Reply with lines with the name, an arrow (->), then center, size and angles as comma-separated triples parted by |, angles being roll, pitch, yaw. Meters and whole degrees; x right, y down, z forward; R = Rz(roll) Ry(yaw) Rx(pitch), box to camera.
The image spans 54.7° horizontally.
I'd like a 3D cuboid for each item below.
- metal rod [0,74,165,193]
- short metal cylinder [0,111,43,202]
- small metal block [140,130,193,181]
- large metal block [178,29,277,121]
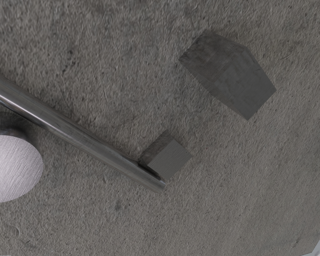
metal rod -> -0.093, 0.011, 0.362 | 0.025, 0.025, 0.301 | -47, 129, 5
short metal cylinder -> -0.166, 0.030, 0.318 | 0.081, 0.050, 0.079 | -14, 124, -21
small metal block -> 0.010, 0.039, 0.436 | 0.050, 0.025, 0.050 | -45, 129, 3
large metal block -> 0.081, -0.065, 0.375 | 0.050, 0.080, 0.080 | -48, 129, 5
